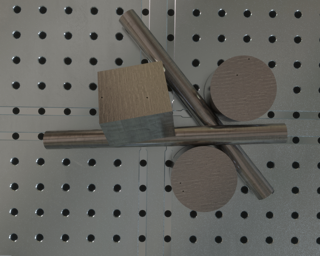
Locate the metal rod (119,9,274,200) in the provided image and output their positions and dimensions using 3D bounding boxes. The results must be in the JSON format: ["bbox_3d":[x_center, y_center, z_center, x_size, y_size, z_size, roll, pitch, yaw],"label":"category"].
[{"bbox_3d":[0.048,-0.030,0.410,0.025,0.025,0.300,-38,90,0],"label":"metal rod"}]

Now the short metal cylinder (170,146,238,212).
[{"bbox_3d":[0.053,0.061,0.398,0.081,0.050,0.079,0,90,0],"label":"short metal cylinder"}]

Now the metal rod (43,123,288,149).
[{"bbox_3d":[0.002,0.011,0.393,0.302,0.025,0.025,-2,90,6],"label":"metal rod"}]

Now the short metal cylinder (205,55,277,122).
[{"bbox_3d":[0.101,-0.048,0.398,0.081,0.050,0.079,0,90,0],"label":"short metal cylinder"}]

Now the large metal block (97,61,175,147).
[{"bbox_3d":[-0.029,-0.030,0.379,0.080,0.050,0.080,-10,55,0],"label":"large metal block"}]
